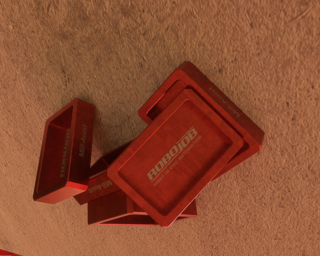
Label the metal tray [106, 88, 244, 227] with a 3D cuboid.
[{"bbox_3d":[0.016,0.031,0.346,0.090,0.030,0.130,44,84,-3],"label":"metal tray"}]

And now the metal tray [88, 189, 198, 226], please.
[{"bbox_3d":[-0.022,0.114,0.433,0.090,0.131,0.030,-27,59,37],"label":"metal tray"}]

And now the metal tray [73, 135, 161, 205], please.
[{"bbox_3d":[-0.057,0.053,0.428,0.130,0.090,0.030,-27,104,37],"label":"metal tray"}]

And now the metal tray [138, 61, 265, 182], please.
[{"bbox_3d":[0.048,-0.005,0.376,0.130,0.030,0.090,43,129,-3],"label":"metal tray"}]

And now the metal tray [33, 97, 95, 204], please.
[{"bbox_3d":[-0.134,0.032,0.436,0.090,0.130,0.030,-27,142,36],"label":"metal tray"}]
